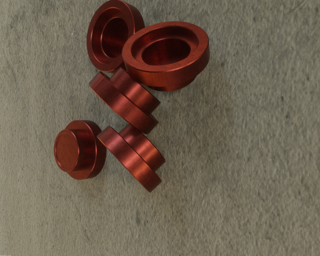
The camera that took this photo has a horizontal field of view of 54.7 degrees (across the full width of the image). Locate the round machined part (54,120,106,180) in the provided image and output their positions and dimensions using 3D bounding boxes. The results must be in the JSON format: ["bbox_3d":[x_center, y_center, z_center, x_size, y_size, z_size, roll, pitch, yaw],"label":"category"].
[{"bbox_3d":[-0.135,0.036,0.503,0.098,0.042,0.097,0,90,39],"label":"round machined part"}]

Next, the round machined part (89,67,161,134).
[{"bbox_3d":[-0.038,-0.040,0.392,0.042,0.098,0.098,-48,59,4],"label":"round machined part"}]

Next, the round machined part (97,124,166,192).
[{"bbox_3d":[-0.031,0.032,0.394,0.042,0.098,0.098,-43,58,-9],"label":"round machined part"}]

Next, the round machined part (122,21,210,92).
[{"bbox_3d":[0.009,-0.080,0.362,0.098,0.098,0.042,34,153,34],"label":"round machined part"}]

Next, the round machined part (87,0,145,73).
[{"bbox_3d":[-0.057,-0.126,0.438,0.098,0.042,0.097,0,90,39],"label":"round machined part"}]
